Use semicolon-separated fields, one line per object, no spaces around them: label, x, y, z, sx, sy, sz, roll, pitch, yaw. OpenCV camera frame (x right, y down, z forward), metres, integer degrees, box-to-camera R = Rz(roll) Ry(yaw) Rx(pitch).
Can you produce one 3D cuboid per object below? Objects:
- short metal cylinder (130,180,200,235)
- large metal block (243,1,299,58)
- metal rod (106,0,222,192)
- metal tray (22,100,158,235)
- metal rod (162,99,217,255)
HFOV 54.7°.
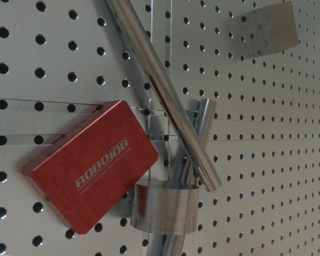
short metal cylinder;0.006;0.094;0.379;0.081;0.080;0.050;8;86;-40
large metal block;0.203;-0.179;0.563;0.081;0.050;0.080;-26;106;-37
metal rod;0.007;-0.046;0.396;0.025;0.025;0.299;-38;108;-33
metal tray;-0.070;0.040;0.347;0.131;0.030;0.090;-44;117;-31
metal rod;0.036;0.101;0.439;0.025;0.025;0.299;25;74;-37
